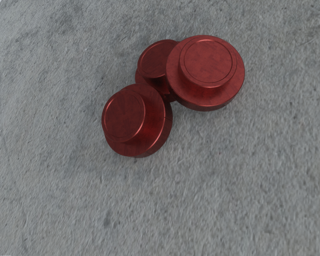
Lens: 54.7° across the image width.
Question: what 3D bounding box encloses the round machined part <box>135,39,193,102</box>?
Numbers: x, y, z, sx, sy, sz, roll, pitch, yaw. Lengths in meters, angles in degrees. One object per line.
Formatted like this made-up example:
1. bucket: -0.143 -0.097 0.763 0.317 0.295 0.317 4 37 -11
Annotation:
1. round machined part: 0.007 -0.087 0.441 0.098 0.042 0.098 -13 56 20

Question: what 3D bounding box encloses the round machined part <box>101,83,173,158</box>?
1. round machined part: -0.036 -0.012 0.401 0.098 0.042 0.098 -7 75 30

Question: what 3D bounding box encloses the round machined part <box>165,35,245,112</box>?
1. round machined part: 0.056 -0.073 0.381 0.099 0.042 0.098 0 74 -1
